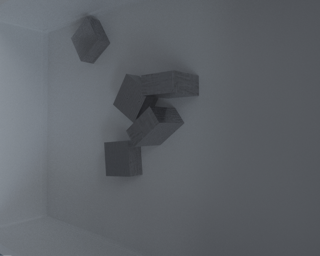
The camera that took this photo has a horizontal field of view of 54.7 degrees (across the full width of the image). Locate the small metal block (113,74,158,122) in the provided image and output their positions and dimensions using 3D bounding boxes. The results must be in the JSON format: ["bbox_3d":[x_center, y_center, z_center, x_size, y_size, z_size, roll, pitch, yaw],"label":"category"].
[{"bbox_3d":[-0.033,-0.041,0.434,0.050,0.025,0.050,40,115,32],"label":"small metal block"}]

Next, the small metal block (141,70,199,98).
[{"bbox_3d":[0.013,-0.052,0.380,0.050,0.050,0.025,-1,90,40],"label":"small metal block"}]

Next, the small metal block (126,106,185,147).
[{"bbox_3d":[-0.006,-0.001,0.395,0.050,0.050,0.025,-44,64,31],"label":"small metal block"}]

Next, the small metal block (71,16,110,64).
[{"bbox_3d":[-0.113,-0.141,0.500,0.050,0.025,0.050,-40,66,33],"label":"small metal block"}]

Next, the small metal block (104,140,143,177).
[{"bbox_3d":[-0.054,0.044,0.452,0.050,0.025,0.050,-6,86,40],"label":"small metal block"}]
